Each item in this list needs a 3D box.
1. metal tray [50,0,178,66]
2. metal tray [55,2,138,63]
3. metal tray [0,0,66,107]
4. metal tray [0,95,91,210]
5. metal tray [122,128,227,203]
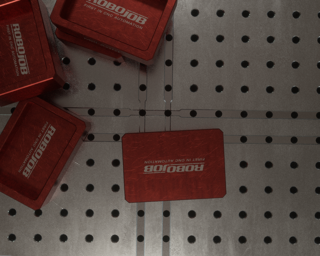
[{"bbox_3d":[-0.054,-0.143,0.379,0.131,0.030,0.090,22,90,-1],"label":"metal tray"},{"bbox_3d":[-0.072,-0.163,0.409,0.090,0.030,0.129,19,90,-1],"label":"metal tray"},{"bbox_3d":[-0.181,-0.101,0.391,0.090,0.030,0.129,-18,75,-1],"label":"metal tray"},{"bbox_3d":[-0.163,0.029,0.408,0.090,0.030,0.130,29,90,-1],"label":"metal tray"},{"bbox_3d":[0.018,0.048,0.411,0.131,0.030,0.089,-3,90,-1],"label":"metal tray"}]
